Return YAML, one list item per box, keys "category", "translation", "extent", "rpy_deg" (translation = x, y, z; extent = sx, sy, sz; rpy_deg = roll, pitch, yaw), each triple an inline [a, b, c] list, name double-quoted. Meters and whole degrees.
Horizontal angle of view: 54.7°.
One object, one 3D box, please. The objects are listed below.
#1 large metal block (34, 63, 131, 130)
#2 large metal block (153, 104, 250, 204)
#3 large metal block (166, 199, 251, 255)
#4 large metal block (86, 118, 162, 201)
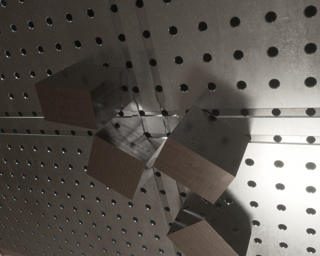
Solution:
- category: "large metal block"
  translation: [-0.095, -0.044, 0.397]
  extent: [0.080, 0.080, 0.050]
  rpy_deg: [10, 123, 23]
- category: "large metal block"
  translation: [0.051, 0.028, 0.365]
  extent: [0.080, 0.080, 0.050]
  rpy_deg: [32, 128, 7]
- category: "large metal block"
  translation: [0.071, 0.156, 0.453]
  extent: [0.080, 0.050, 0.080]
  rpy_deg: [47, 129, -6]
- category: "large metal block"
  translation: [-0.054, 0.045, 0.450]
  extent: [0.080, 0.050, 0.079]
  rpy_deg: [28, 128, 10]
